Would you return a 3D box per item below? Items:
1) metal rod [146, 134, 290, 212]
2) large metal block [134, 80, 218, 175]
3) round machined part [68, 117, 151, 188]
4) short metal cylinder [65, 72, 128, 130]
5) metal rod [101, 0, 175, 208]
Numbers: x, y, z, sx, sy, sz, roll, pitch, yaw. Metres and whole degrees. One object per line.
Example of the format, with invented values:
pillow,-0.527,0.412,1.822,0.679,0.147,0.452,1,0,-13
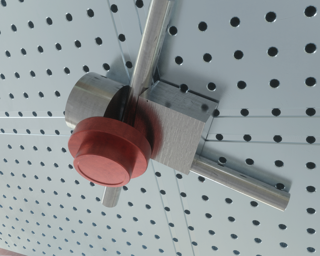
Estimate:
metal rod,0.022,0.037,0.421,0.301,0.025,0.025,22,127,14
large metal block,0.016,-0.001,0.380,0.080,0.050,0.079,23,127,13
round machined part,-0.063,0.035,0.369,0.098,0.042,0.097,9,140,8
short metal cylinder,-0.075,-0.025,0.397,0.050,0.080,0.079,23,127,14
metal rod,-0.036,-0.013,0.396,0.025,0.025,0.298,25,120,12
